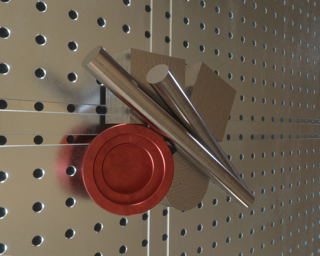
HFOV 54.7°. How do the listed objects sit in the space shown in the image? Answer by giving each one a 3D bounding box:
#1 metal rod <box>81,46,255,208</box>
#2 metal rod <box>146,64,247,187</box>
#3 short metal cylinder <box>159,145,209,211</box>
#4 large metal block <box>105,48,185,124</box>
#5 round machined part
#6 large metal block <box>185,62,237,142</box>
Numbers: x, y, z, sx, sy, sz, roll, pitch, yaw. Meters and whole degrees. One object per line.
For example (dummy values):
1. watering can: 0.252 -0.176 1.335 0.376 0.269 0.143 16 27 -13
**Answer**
1. metal rod: 0.031 0.019 0.364 0.300 0.025 0.025 42 65 -33
2. metal rod: 0.067 0.026 0.412 0.300 0.025 0.025 49 60 -45
3. short metal cylinder: 0.019 0.062 0.403 0.081 0.050 0.079 0 90 -40
4. large metal block: -0.017 -0.044 0.370 0.081 0.050 0.079 1 90 -40
5. round machined part: -0.037 0.045 0.348 0.099 0.042 0.097 1 87 -17
6. large metal block: 0.054 -0.033 0.432 0.080 0.050 0.080 31 71 -36
